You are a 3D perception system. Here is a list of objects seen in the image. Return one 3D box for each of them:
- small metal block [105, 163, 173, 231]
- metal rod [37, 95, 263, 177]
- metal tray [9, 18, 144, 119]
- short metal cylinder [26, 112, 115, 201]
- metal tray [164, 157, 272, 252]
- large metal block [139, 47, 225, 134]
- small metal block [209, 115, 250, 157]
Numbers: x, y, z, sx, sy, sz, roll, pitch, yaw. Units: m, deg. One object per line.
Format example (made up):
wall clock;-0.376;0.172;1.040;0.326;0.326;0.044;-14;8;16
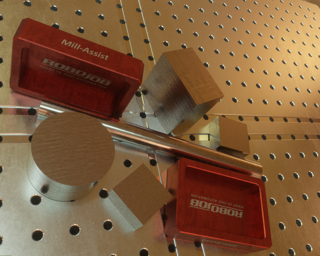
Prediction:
small metal block;-0.023;0.077;0.349;0.050;0.025;0.050;48;51;5
metal rod;0.002;0.019;0.397;0.302;0.025;0.025;18;55;-18
metal tray;-0.095;-0.059;0.350;0.131;0.090;0.030;17;55;-19
short metal cylinder;-0.093;0.030;0.322;0.081;0.050;0.080;14;56;-21
metal tray;0.073;0.096;0.384;0.131;0.030;0.090;17;55;-19
large metal block;0.026;-0.048;0.418;0.050;0.080;0.080;-20;73;-36
small metal block;0.101;0.015;0.453;0.050;0.025;0.050;16;55;-19
